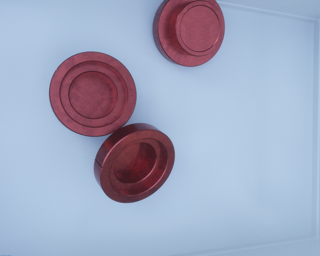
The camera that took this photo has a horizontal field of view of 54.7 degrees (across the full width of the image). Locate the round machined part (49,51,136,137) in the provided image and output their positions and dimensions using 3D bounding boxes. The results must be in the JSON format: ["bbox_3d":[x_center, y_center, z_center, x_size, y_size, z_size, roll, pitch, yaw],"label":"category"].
[{"bbox_3d":[-0.081,-0.039,0.372,0.099,0.042,0.097,0,90,-20],"label":"round machined part"}]

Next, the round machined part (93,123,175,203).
[{"bbox_3d":[-0.034,0.038,0.377,0.099,0.042,0.097,-16,121,-28],"label":"round machined part"}]

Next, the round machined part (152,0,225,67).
[{"bbox_3d":[0.043,-0.130,0.406,0.099,0.042,0.097,-6,108,-20],"label":"round machined part"}]
